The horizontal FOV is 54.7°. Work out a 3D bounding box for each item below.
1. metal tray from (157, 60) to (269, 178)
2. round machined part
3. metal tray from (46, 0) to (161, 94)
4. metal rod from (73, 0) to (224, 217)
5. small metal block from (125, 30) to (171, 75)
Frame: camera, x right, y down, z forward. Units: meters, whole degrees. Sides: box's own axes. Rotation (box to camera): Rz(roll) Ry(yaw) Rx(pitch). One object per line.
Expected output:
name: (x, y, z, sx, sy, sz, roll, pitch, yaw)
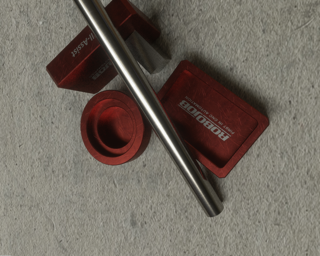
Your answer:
metal tray: (0.056, -0.012, 0.387, 0.130, 0.030, 0.090, 39, 102, 15)
round machined part: (-0.054, -0.001, 0.415, 0.098, 0.042, 0.097, 2, 94, 25)
metal tray: (-0.069, -0.100, 0.398, 0.130, 0.090, 0.030, -39, 78, 15)
metal rod: (-0.008, -0.021, 0.355, 0.025, 0.025, 0.299, -28, 103, 18)
small metal block: (-0.015, -0.096, 0.396, 0.050, 0.050, 0.025, 45, 107, -1)
